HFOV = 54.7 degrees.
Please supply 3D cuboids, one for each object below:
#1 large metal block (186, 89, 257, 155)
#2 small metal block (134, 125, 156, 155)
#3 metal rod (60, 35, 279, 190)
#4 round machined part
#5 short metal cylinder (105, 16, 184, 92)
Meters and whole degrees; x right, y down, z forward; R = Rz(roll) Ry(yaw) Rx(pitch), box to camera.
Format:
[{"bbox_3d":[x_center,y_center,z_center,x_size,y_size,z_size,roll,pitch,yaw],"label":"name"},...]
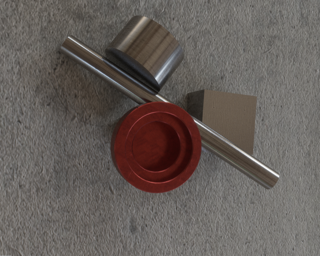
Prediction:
[{"bbox_3d":[0.083,-0.007,0.429,0.081,0.050,0.080,5,89,-20],"label":"large metal block"},{"bbox_3d":[-0.026,0.008,0.389,0.025,0.050,0.050,-2,91,-20],"label":"small metal block"},{"bbox_3d":[0.014,-0.017,0.377,0.301,0.025,0.025,33,79,-3],"label":"metal rod"},{"bbox_3d":[-0.007,0.020,0.347,0.099,0.042,0.097,-1,92,-20],"label":"round machined part"},{"bbox_3d":[-0.018,-0.087,0.375,0.080,0.080,0.050,39,78,-16],"label":"short metal cylinder"}]
